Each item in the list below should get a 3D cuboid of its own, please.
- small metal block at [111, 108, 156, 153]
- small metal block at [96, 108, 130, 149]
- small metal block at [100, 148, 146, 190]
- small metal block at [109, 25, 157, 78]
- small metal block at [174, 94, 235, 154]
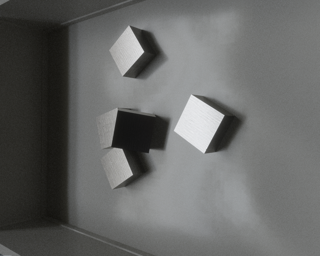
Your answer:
[{"bbox_3d":[-0.036,0.003,0.418,0.025,0.050,0.050,-117,38,-78],"label":"small metal block"},{"bbox_3d":[-0.066,0.002,0.462,0.050,0.025,0.050,-19,78,38],"label":"small metal block"},{"bbox_3d":[-0.055,0.055,0.453,0.050,0.025,0.050,-38,67,33],"label":"small metal block"},{"bbox_3d":[-0.039,-0.107,0.440,0.050,0.025,0.050,-42,65,32],"label":"small metal block"},{"bbox_3d":[0.051,-0.005,0.365,0.050,0.025,0.050,38,113,33],"label":"small metal block"}]
